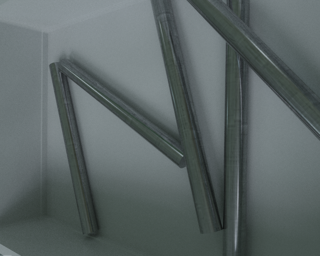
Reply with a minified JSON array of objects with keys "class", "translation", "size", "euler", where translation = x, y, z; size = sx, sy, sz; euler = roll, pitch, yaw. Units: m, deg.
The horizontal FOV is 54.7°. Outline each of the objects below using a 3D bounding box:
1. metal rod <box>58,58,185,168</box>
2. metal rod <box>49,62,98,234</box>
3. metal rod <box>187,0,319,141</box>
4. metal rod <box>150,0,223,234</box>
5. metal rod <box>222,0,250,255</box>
[{"class":"metal rod","translation":[-0.068,-0.036,0.462],"size":[0.300,0.025,0.025],"euler":[37,113,34]},{"class":"metal rod","translation":[-0.150,0.027,0.530],"size":[0.025,0.025,0.299],"euler":[-25,75,37]},{"class":"metal rod","translation":[0.111,-0.048,0.292],"size":[0.025,0.025,0.299],"euler":[-48,69,29]},{"class":"metal rod","translation":[0.028,-0.029,0.374],"size":[0.025,0.025,0.299],"euler":[-21,74,38]},{"class":"metal rod","translation":[0.083,0.009,0.338],"size":[0.025,0.025,0.298],"euler":[1,91,40]}]
